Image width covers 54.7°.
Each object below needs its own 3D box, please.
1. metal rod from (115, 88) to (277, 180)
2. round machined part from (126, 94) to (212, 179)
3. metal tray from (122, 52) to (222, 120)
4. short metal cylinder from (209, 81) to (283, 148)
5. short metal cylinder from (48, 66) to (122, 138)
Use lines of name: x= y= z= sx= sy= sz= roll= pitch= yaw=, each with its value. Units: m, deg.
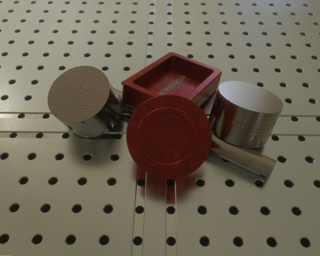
metal rod: x=0.005 y=-0.010 z=0.416 sx=0.301 sy=0.025 sz=0.025 roll=25 pitch=55 yaw=20
round machined part: x=0.010 y=0.010 z=0.353 sx=0.099 sy=0.042 sz=0.097 roll=0 pitch=92 yaw=5
metal tray: x=0.020 y=-0.060 z=0.436 sx=0.090 sy=0.030 sz=0.131 roll=26 pitch=41 yaw=20
short metal cylinder: x=0.106 y=-0.019 z=0.392 sx=0.081 sy=0.050 sz=0.080 roll=9 pitch=33 yaw=-6
short metal cylinder: x=-0.096 y=-0.033 z=0.403 sx=0.080 sy=0.050 sz=0.080 roll=-4 pitch=66 yaw=9
